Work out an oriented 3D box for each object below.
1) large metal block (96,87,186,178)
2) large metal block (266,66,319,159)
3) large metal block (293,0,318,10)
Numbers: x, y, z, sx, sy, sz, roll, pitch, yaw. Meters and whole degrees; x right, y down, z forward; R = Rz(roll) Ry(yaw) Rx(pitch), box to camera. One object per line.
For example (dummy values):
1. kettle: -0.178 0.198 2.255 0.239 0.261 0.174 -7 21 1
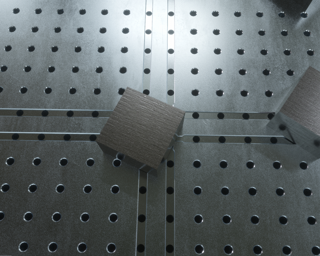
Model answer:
1. large metal block: -0.022 0.006 0.396 0.080 0.050 0.080 24 72 8
2. large metal block: 0.203 -0.020 0.407 0.080 0.050 0.080 35 74 12
3. large metal block: 0.236 -0.250 0.491 0.080 0.050 0.080 -41 75 -13
